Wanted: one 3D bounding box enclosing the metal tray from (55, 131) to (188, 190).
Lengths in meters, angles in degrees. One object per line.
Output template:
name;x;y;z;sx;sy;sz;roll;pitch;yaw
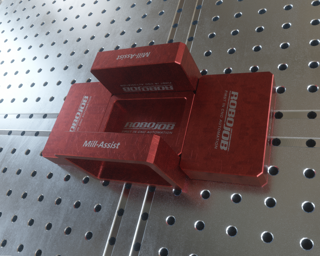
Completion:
metal tray;-0.044;0.038;0.363;0.130;0.090;0.030;1;63;28

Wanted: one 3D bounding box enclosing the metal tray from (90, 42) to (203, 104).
metal tray;-0.014;-0.067;0.414;0.130;0.090;0.030;1;63;28

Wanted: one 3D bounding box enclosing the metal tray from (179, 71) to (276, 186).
metal tray;0.081;-0.003;0.361;0.090;0.030;0.130;2;62;27

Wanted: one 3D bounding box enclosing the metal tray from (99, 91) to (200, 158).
metal tray;-0.017;-0.001;0.410;0.130;0.030;0.090;1;62;28

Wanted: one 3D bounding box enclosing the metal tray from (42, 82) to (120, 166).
metal tray;-0.113;-0.008;0.467;0.090;0.030;0.130;1;62;28
